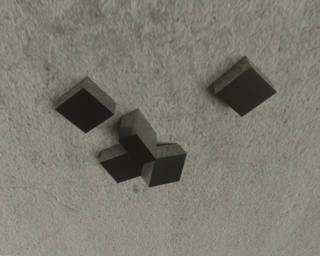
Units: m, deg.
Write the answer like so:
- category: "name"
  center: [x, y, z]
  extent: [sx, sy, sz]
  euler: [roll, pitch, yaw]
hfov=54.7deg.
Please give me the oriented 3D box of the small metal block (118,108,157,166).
- category: "small metal block"
  center: [-0.027, 0.012, 0.400]
  extent: [0.025, 0.050, 0.050]
  euler: [-22, 127, 17]

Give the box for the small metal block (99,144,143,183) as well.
- category: "small metal block"
  center: [-0.051, 0.049, 0.448]
  extent: [0.050, 0.025, 0.050]
  euler: [-20, 128, 15]

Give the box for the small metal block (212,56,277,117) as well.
- category: "small metal block"
  center: [0.100, -0.048, 0.368]
  extent: [0.050, 0.025, 0.050]
  euler: [35, 121, -27]

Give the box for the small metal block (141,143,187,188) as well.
- category: "small metal block"
  center: [0.005, 0.052, 0.434]
  extent: [0.050, 0.025, 0.050]
  euler: [-6, 124, -29]

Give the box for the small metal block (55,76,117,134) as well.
- category: "small metal block"
  center: [-0.091, -0.027, 0.383]
  extent: [0.050, 0.025, 0.050]
  euler: [-31, 124, 23]
